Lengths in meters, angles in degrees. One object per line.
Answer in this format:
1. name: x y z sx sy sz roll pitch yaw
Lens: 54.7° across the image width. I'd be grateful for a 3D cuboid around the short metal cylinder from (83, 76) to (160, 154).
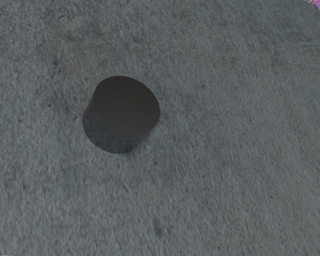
1. short metal cylinder: -0.047 -0.016 0.373 0.081 0.050 0.080 14 56 -21
